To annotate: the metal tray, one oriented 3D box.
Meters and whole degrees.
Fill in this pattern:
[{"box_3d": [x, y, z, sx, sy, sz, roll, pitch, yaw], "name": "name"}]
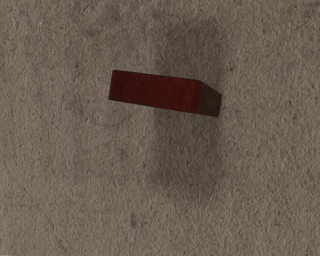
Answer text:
[{"box_3d": [0.013, -0.035, 0.348, 0.090, 0.130, 0.030, 10, 94, 19], "name": "metal tray"}]
